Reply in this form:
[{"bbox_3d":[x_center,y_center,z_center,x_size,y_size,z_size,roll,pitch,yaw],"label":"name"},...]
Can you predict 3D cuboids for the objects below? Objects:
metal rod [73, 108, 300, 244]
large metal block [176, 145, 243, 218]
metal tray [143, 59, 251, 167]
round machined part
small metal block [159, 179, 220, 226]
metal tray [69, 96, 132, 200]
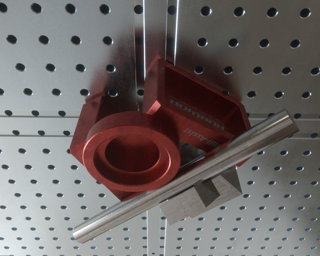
[{"bbox_3d":[0.009,0.067,0.350,0.299,0.025,0.025,-33,123,24],"label":"metal rod"},{"bbox_3d":[0.058,0.064,0.427,0.080,0.080,0.050,-34,123,25],"label":"large metal block"},{"bbox_3d":[0.045,-0.018,0.353,0.131,0.090,0.030,25,127,-20],"label":"metal tray"},{"bbox_3d":[-0.028,0.021,0.327,0.099,0.042,0.097,-1,130,0],"label":"round machined part"},{"bbox_3d":[0.035,0.084,0.360,0.050,0.050,0.025,-35,78,25],"label":"small metal block"},{"bbox_3d":[-0.054,0.034,0.396,0.030,0.090,0.130,-23,127,18],"label":"metal tray"}]
